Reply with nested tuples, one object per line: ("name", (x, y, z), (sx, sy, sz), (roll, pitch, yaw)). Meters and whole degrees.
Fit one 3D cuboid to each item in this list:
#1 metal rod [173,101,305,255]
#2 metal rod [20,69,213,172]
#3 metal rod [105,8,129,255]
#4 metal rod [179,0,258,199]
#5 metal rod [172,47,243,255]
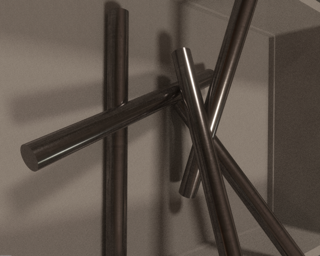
("metal rod", (0.116, 0.085, 0.421), (0.025, 0.025, 0.299), (-32, 83, -36))
("metal rod", (-0.016, -0.027, 0.365), (0.302, 0.025, 0.025), (-29, 109, -46))
("metal rod", (-0.050, 0.012, 0.365), (0.025, 0.025, 0.298), (1, 90, -40))
("metal rod", (0.073, -0.048, 0.385), (0.025, 0.025, 0.298), (0, 112, -40))
("metal rod", (0.057, 0.044, 0.363), (0.025, 0.025, 0.299), (1, 70, -40))
